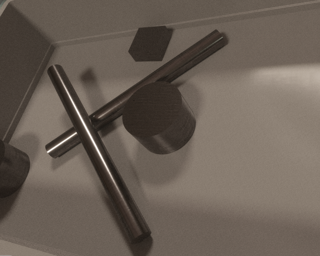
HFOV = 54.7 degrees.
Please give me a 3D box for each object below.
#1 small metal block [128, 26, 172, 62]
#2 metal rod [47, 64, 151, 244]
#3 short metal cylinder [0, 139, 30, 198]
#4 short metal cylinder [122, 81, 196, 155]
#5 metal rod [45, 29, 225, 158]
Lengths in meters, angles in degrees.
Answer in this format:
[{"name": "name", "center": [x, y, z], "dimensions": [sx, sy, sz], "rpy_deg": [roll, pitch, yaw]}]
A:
[{"name": "small metal block", "center": [-0.016, -0.134, 0.495], "dimensions": [0.050, 0.025, 0.050], "rpy_deg": [6, 65, 30]}, {"name": "metal rod", "center": [-0.094, 0.015, 0.417], "dimensions": [0.025, 0.025, 0.300], "rpy_deg": [-37, 59, 3]}, {"name": "short metal cylinder", "center": [-0.252, 0.063, 0.481], "dimensions": [0.080, 0.050, 0.080], "rpy_deg": [-13, 56, 20]}, {"name": "short metal cylinder", "center": [0.000, -0.013, 0.396], "dimensions": [0.080, 0.050, 0.080], "rpy_deg": [-13, 56, 20]}, {"name": "metal rod", "center": [-0.039, -0.047, 0.453], "dimensions": [0.300, 0.025, 0.025], "rpy_deg": [-33, 52, 5]}]
